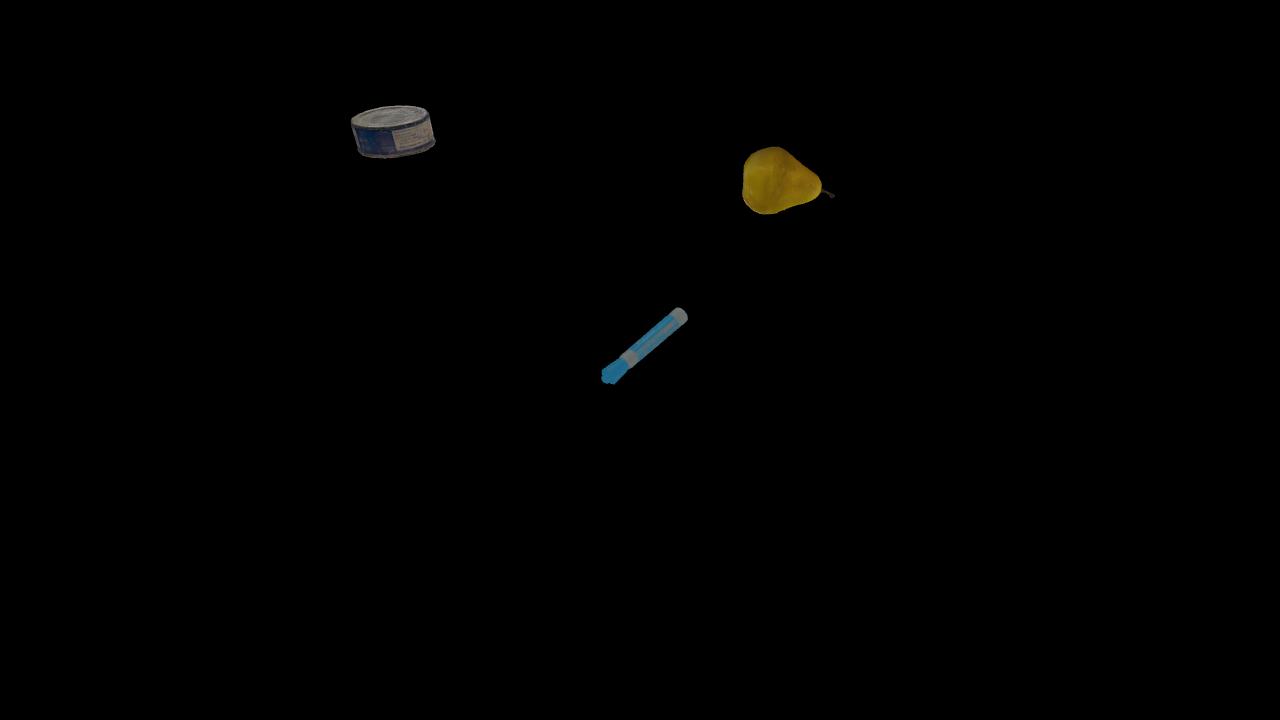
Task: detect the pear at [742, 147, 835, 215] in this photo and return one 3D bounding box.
[{"bbox_3d":[0.180,-0.216,0.743,0.111,0.080,0.080,4,1,12],"label":"pear"}]

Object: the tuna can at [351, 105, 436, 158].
[{"bbox_3d":[-0.273,-0.254,0.681,0.084,0.034,0.084,-1,37,1],"label":"tuna can"}]

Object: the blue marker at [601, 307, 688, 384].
[{"bbox_3d":[0.005,-0.014,0.632,0.121,0.020,0.020,-41,23,-29],"label":"blue marker"}]
